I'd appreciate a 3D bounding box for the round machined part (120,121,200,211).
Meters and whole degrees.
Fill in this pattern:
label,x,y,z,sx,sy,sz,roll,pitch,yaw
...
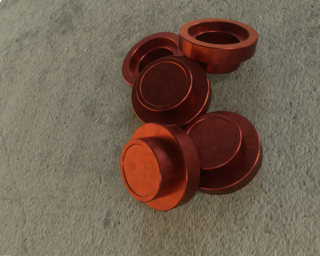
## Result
label,x,y,z,sx,sy,sz,roll,pitch,yaw
round machined part,-0.007,0.043,0.338,0.098,0.042,0.097,8,101,47

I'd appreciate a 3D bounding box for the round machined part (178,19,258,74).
label,x,y,z,sx,sy,sz,roll,pitch,yaw
round machined part,0.073,-0.104,0.401,0.099,0.042,0.098,0,39,0

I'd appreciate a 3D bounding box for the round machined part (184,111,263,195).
label,x,y,z,sx,sy,sz,roll,pitch,yaw
round machined part,0.062,0.022,0.348,0.098,0.042,0.098,-13,56,20

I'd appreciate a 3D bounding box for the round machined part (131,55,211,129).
label,x,y,z,sx,sy,sz,roll,pitch,yaw
round machined part,0.010,-0.045,0.373,0.098,0.042,0.098,-6,71,17

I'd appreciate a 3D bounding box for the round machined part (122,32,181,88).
label,x,y,z,sx,sy,sz,roll,pitch,yaw
round machined part,-0.002,-0.087,0.448,0.098,0.042,0.098,-13,56,20
